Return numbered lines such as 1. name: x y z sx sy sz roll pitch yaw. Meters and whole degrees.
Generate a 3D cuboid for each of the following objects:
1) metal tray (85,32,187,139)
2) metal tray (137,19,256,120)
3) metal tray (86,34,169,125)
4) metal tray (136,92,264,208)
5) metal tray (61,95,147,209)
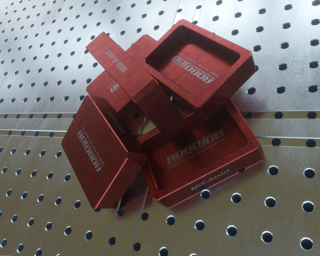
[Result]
1. metal tray: -0.030 -0.052 0.373 0.030 0.090 0.130 -42 51 0
2. metal tray: 0.041 -0.079 0.392 0.090 0.030 0.130 -45 51 -4
3. metal tray: -0.040 -0.074 0.469 0.130 0.030 0.090 -43 51 -2
4. metal tray: 0.041 0.024 0.366 0.130 0.030 0.090 -29 52 9
5. metal tray: -0.078 0.028 0.403 0.090 0.030 0.130 -57 48 20
